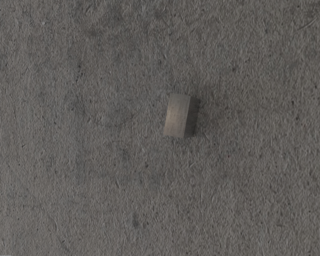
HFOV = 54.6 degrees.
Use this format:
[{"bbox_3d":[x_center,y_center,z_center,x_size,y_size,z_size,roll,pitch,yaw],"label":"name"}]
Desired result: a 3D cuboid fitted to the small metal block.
[{"bbox_3d":[0.028,-0.015,0.386,0.025,0.050,0.050,11,94,20],"label":"small metal block"}]
